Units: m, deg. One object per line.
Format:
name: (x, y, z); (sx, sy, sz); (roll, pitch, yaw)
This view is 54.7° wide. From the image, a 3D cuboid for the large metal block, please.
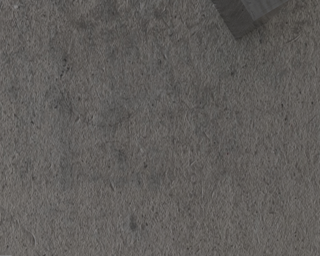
large metal block: (0.105, -0.166, 0.383); (0.050, 0.080, 0.080); (-32, 90, 0)
